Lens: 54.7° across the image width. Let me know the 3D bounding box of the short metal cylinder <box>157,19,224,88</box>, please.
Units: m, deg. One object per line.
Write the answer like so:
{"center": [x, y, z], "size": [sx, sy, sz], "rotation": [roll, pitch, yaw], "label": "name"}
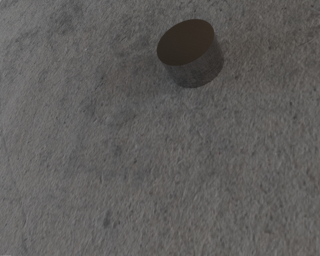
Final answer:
{"center": [0.043, -0.102, 0.427], "size": [0.080, 0.050, 0.080], "rotation": [-13, 56, 20], "label": "short metal cylinder"}
